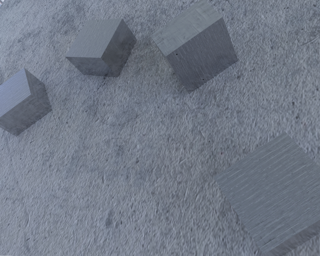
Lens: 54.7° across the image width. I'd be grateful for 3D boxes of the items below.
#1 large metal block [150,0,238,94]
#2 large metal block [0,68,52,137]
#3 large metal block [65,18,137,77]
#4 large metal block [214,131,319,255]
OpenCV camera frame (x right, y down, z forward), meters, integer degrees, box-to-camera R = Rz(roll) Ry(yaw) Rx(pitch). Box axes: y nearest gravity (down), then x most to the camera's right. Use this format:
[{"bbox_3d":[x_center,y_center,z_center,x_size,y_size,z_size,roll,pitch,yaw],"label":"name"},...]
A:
[{"bbox_3d":[0.047,-0.105,0.408,0.080,0.080,0.050,-34,51,6],"label":"large metal block"},{"bbox_3d":[-0.246,-0.046,0.546,0.080,0.050,0.080,-35,51,5],"label":"large metal block"},{"bbox_3d":[-0.098,-0.135,0.522,0.080,0.050,0.080,10,67,32],"label":"large metal block"},{"bbox_3d":[0.111,0.064,0.290,0.080,0.050,0.080,-34,51,5],"label":"large metal block"}]
